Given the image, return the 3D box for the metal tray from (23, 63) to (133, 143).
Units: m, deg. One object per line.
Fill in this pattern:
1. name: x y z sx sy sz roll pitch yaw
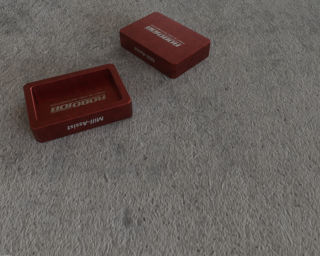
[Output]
1. metal tray: -0.114 -0.038 0.430 0.131 0.030 0.090 -17 52 -14

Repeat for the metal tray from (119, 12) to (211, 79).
1. metal tray: 0.007 -0.143 0.520 0.091 0.030 0.130 -37 59 -27
